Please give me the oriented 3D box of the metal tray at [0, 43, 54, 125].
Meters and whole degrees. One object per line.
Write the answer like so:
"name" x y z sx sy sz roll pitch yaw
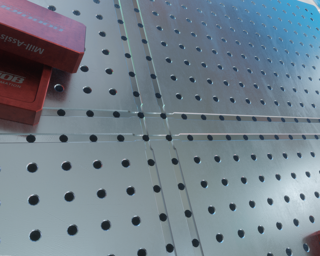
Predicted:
"metal tray" -0.191 -0.062 0.339 0.131 0.030 0.090 14 56 -21

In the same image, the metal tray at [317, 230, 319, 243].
"metal tray" 0.301 0.189 0.455 0.131 0.030 0.090 4 60 -27

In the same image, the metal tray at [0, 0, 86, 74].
"metal tray" -0.157 -0.119 0.368 0.131 0.030 0.090 17 34 -24
